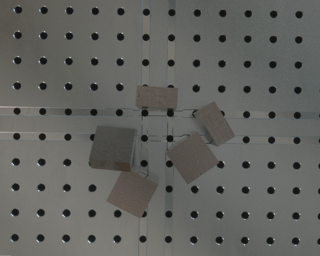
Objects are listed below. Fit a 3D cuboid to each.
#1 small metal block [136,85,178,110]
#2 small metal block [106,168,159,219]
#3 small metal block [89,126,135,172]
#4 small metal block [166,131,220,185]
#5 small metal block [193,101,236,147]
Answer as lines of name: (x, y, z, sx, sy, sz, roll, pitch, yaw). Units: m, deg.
small metal block: (-0.004, -0.038, 0.401, 0.050, 0.050, 0.025, 4, 90, 0)
small metal block: (-0.036, 0.084, 0.413, 0.050, 0.025, 0.050, 27, 90, 0)
small metal block: (-0.060, 0.027, 0.401, 0.050, 0.025, 0.050, 6, 55, 0)
small metal block: (0.042, 0.039, 0.414, 0.050, 0.025, 0.050, -34, 90, 0)
small metal block: (0.068, -0.005, 0.401, 0.025, 0.050, 0.050, -31, 90, 0)
